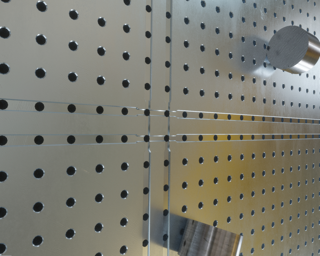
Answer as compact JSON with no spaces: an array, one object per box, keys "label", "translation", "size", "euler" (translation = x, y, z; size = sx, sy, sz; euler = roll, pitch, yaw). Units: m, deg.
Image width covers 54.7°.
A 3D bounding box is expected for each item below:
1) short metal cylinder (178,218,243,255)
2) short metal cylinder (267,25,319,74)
[{"label":"short metal cylinder","translation":[0.070,0.163,0.432],"size":[0.080,0.080,0.050],"euler":[29,72,-36]},{"label":"short metal cylinder","translation":[0.251,-0.146,0.583],"size":[0.050,0.080,0.080],"euler":[6,87,-40]}]
